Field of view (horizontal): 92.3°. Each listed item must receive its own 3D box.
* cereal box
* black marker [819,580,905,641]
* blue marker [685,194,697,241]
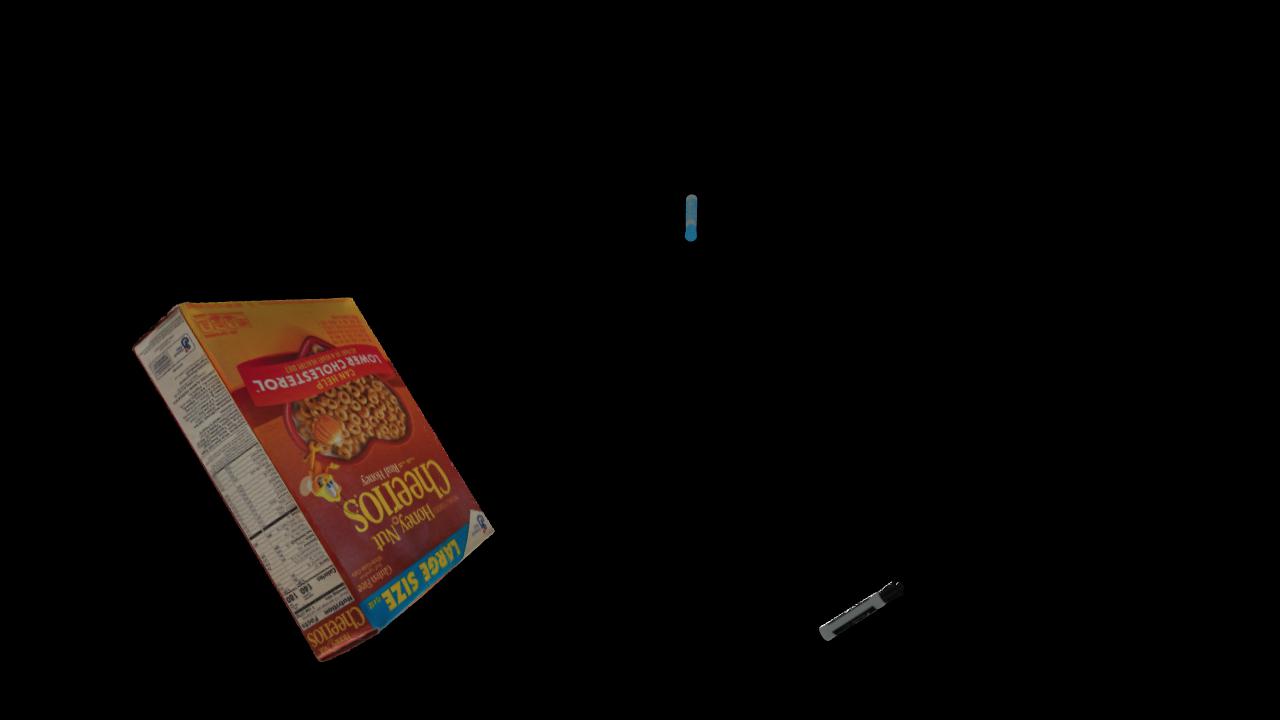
[{"bbox_3d":[-0.282,0.088,0.580,0.081,0.306,0.203,-33,-2,15],"label":"cereal box"},{"bbox_3d":[0.269,0.304,0.747,0.121,0.020,0.020,-46,-22,24],"label":"black marker"},{"bbox_3d":[0.082,-0.228,0.985,0.020,0.020,0.121,0,43,5],"label":"blue marker"}]
